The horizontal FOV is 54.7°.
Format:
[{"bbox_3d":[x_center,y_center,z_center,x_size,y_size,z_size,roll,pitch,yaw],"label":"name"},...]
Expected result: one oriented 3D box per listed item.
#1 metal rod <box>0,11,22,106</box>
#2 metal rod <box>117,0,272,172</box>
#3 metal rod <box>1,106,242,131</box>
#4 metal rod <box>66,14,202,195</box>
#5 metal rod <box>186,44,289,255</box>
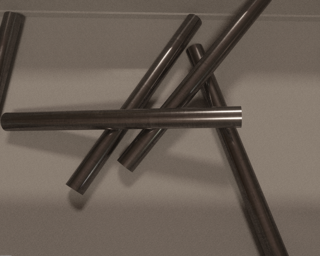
[{"bbox_3d":[-0.230,-0.028,0.416,0.025,0.025,0.299,3,70,1],"label":"metal rod"},{"bbox_3d":[0.050,-0.067,0.410,0.025,0.025,0.300,38,83,12],"label":"metal rod"},{"bbox_3d":[-0.055,-0.011,0.384,0.301,0.025,0.025,-1,70,10],"label":"metal rod"},{"bbox_3d":[-0.027,-0.044,0.425,0.025,0.025,0.300,30,72,10],"label":"metal rod"},{"bbox_3d":[0.093,0.019,0.403,0.025,0.025,0.299,-16,71,-6],"label":"metal rod"}]
